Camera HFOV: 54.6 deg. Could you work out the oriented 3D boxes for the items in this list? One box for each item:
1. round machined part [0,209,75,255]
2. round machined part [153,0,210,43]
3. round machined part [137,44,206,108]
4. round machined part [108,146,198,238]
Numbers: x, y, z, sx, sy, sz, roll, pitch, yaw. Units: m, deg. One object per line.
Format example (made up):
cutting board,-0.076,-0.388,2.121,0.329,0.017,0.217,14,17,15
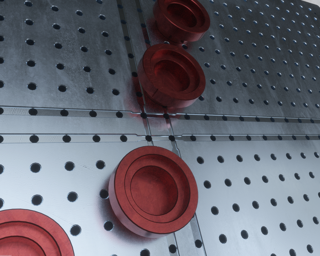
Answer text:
round machined part,-0.124,0.121,0.257,0.099,0.042,0.098,13,56,-21
round machined part,0.033,-0.184,0.526,0.099,0.042,0.098,13,56,-21
round machined part,0.013,-0.070,0.446,0.099,0.042,0.098,13,56,-21
round machined part,-0.010,0.072,0.347,0.099,0.042,0.098,13,56,-21
